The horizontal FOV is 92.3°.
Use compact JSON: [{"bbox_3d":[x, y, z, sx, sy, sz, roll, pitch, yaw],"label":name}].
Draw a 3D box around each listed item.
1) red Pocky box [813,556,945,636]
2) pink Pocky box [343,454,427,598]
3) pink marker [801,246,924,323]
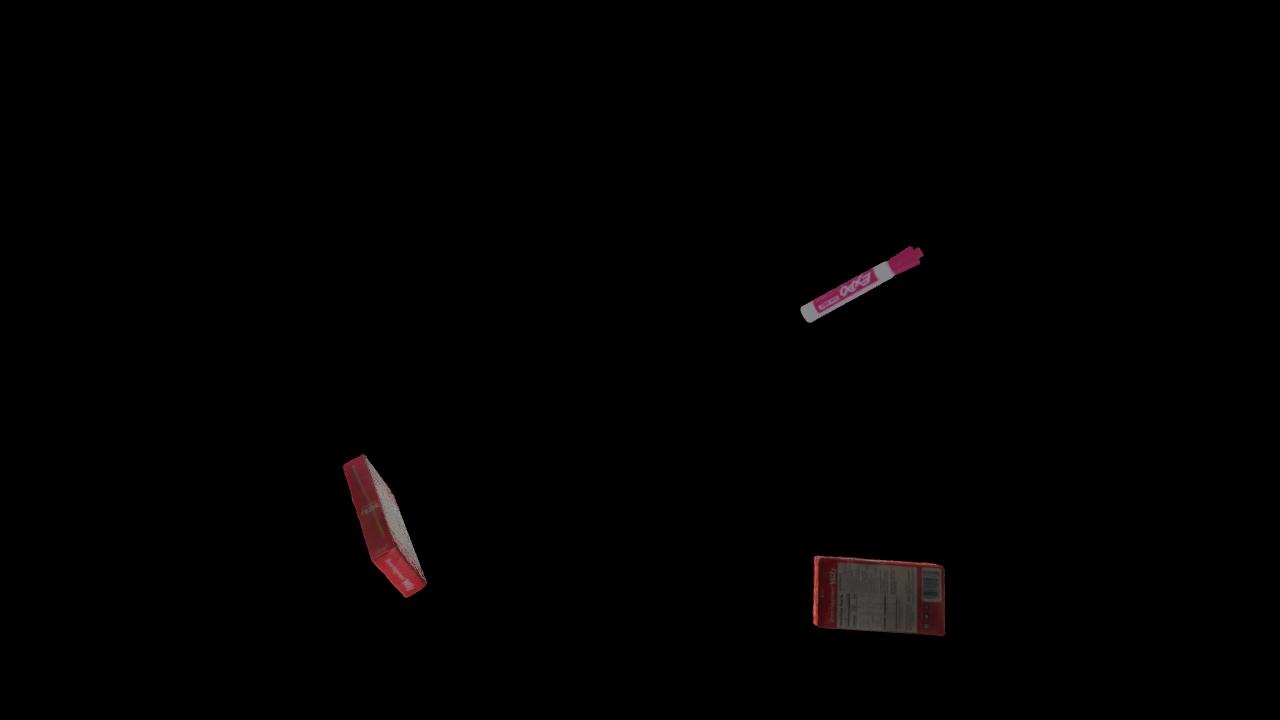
[{"bbox_3d":[0.289,0.285,0.748,0.155,0.083,0.028,4,-8,0],"label":"red Pocky box"},{"bbox_3d":[-0.289,0.184,0.692,0.029,0.084,0.155,-29,45,-17],"label":"pink Pocky box"},{"bbox_3d":[0.209,-0.071,0.583,0.121,0.020,0.020,-31,-19,34],"label":"pink marker"}]
